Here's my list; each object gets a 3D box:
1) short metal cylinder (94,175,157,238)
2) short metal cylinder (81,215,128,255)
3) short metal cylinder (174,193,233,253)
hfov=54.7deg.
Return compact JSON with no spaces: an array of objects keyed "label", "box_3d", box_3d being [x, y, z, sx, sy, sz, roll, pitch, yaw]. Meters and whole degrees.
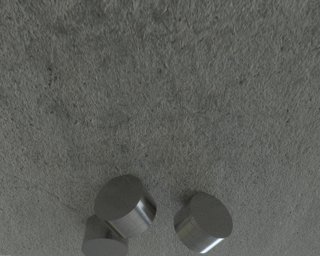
[{"label":"short metal cylinder","box_3d":[-0.052,0.118,0.471,0.080,0.080,0.050,-18,128,14]},{"label":"short metal cylinder","box_3d":[-0.096,0.197,0.558,0.081,0.050,0.079,0,130,0]},{"label":"short metal cylinder","box_3d":[0.070,0.153,0.502,0.080,0.080,0.050,23,126,-18]}]
